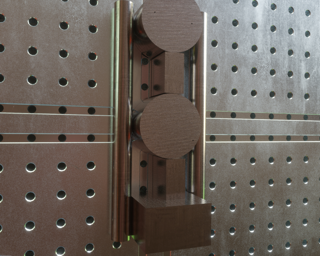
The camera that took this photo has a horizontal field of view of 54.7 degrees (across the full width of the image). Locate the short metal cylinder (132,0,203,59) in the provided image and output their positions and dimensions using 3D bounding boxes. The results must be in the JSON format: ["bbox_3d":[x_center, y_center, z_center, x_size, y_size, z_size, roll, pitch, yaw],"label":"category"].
[{"bbox_3d":[0.008,-0.132,0.401,0.081,0.050,0.080,0,90,-20],"label":"short metal cylinder"}]

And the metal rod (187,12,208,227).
[{"bbox_3d":[0.052,-0.009,0.430,0.025,0.025,0.298,1,90,-20],"label":"metal rod"}]

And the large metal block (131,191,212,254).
[{"bbox_3d":[0.009,0.112,0.387,0.081,0.080,0.050,1,90,-20],"label":"large metal block"}]

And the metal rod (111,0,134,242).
[{"bbox_3d":[-0.048,-0.009,0.394,0.025,0.025,0.298,1,90,-20],"label":"metal rod"}]

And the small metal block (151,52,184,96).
[{"bbox_3d":[0.009,-0.067,0.401,0.025,0.050,0.050,1,90,-20],"label":"small metal block"}]

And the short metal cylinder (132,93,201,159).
[{"bbox_3d":[0.006,-0.003,0.401,0.081,0.050,0.080,0,90,-20],"label":"short metal cylinder"}]

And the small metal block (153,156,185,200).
[{"bbox_3d":[0.011,0.063,0.402,0.025,0.050,0.050,0,90,-20],"label":"small metal block"}]
